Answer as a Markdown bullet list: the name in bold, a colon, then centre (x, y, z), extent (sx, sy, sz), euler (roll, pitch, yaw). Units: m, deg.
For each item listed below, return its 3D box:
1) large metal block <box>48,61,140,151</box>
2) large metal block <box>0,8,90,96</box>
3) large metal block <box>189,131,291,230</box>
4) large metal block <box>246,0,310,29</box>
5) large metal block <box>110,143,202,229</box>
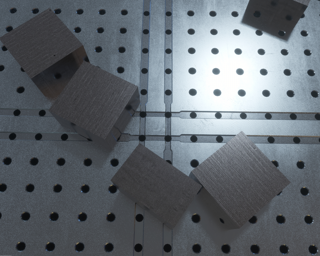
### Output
- **large metal block**: centre (-0.082, -0.029, 0.408), extent (0.080, 0.050, 0.080), euler (26, 72, 9)
- **large metal block**: centre (-0.159, -0.107, 0.436), extent (0.080, 0.050, 0.080), euler (-38, 75, -13)
- **large metal block**: centre (0.092, 0.064, 0.376), extent (0.080, 0.050, 0.080), euler (-37, 74, -13)
- **large metal block**: centre (0.192, -0.215, 0.479), extent (0.080, 0.050, 0.080), euler (26, 72, 9)
- **large metal block**: centre (-0.004, 0.070, 0.357), extent (0.080, 0.080, 0.050), euler (34, 74, 11)
